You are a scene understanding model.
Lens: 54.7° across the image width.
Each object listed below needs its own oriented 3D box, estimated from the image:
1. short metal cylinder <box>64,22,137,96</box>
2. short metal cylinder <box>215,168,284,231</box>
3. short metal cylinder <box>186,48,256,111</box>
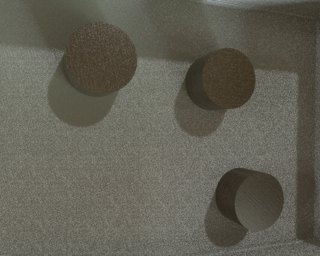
[{"bbox_3d":[-0.073,-0.079,0.370,0.081,0.050,0.080,0,90,-20],"label":"short metal cylinder"},{"bbox_3d":[0.128,0.100,0.444,0.081,0.050,0.080,0,90,-20],"label":"short metal cylinder"},{"bbox_3d":[0.083,-0.065,0.427,0.081,0.050,0.080,0,90,-20],"label":"short metal cylinder"}]
